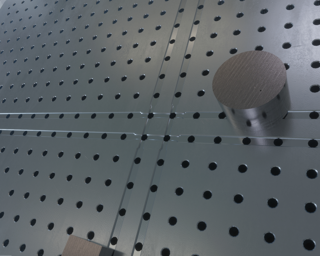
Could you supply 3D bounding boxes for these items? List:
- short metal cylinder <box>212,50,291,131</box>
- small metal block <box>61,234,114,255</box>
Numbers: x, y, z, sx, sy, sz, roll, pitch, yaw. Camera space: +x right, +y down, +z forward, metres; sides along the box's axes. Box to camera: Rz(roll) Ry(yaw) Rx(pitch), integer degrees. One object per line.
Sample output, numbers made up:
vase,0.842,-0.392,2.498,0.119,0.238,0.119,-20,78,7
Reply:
short metal cylinder,0.107,-0.043,0.362,0.080,0.050,0.080,-13,56,21
small metal block,-0.089,0.157,0.358,0.050,0.025,0.050,6,65,31
